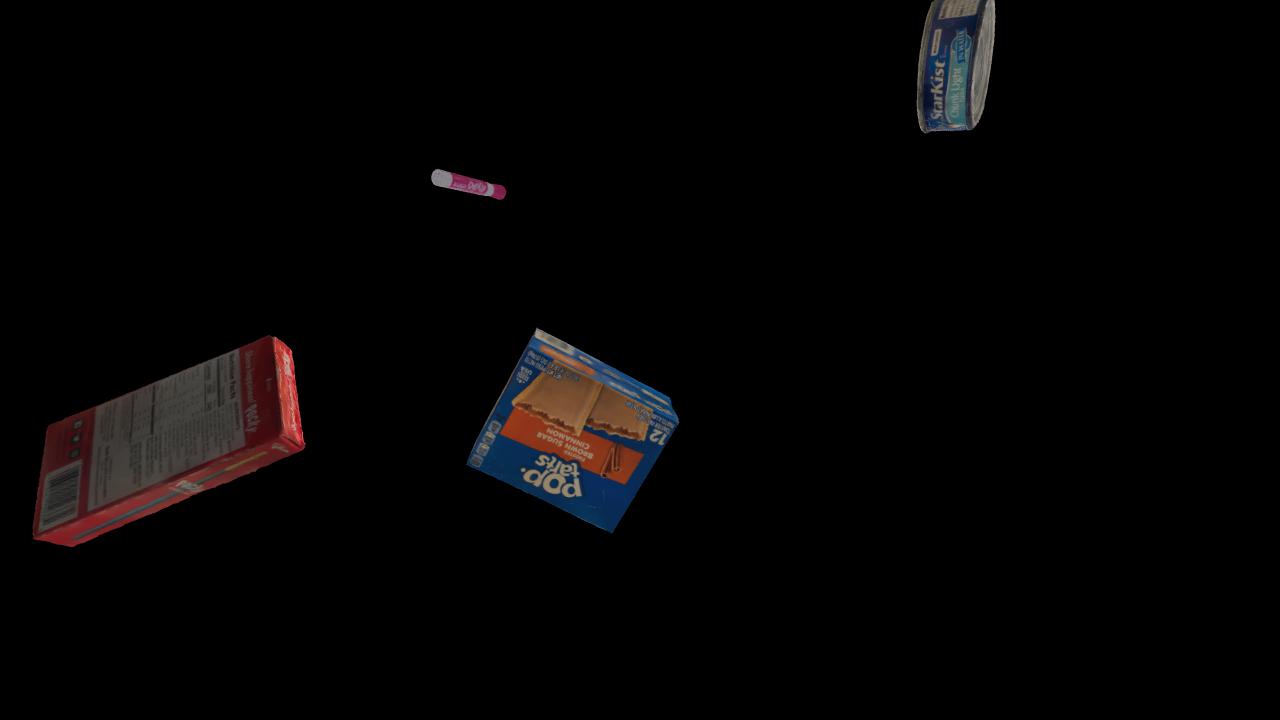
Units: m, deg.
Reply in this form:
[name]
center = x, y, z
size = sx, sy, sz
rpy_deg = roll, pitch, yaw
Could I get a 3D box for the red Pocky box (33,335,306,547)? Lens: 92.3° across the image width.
[red Pocky box]
center = -0.296, 0.050, 0.392
size = 0.155, 0.083, 0.028
rpy_deg = -23, -31, -4

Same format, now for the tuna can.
[tuna can]
center = 0.213, -0.198, 0.414
size = 0.034, 0.084, 0.084
rpy_deg = 11, 6, 32

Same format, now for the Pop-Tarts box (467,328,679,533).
[Pop-Tarts box]
center = -0.069, 0.072, 0.639
size = 0.167, 0.141, 0.083
rpy_deg = 28, 12, -9

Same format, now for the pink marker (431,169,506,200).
[pink marker]
center = -0.205, -0.213, 0.753
size = 0.020, 0.020, 0.121
rpy_deg = 0, 6, 25
